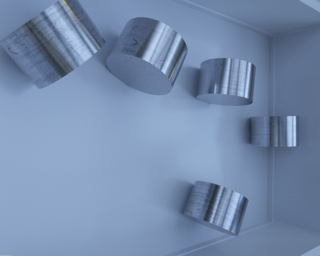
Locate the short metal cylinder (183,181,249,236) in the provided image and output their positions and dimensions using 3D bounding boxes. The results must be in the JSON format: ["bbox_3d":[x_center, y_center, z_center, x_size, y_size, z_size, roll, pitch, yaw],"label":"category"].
[{"bbox_3d":[0.079,0.114,0.440,0.080,0.080,0.050,36,68,-35],"label":"short metal cylinder"}]

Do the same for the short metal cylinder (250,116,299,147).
[{"bbox_3d":[0.200,0.005,0.542,0.081,0.080,0.050,-2,91,-40],"label":"short metal cylinder"}]

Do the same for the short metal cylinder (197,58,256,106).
[{"bbox_3d":[0.097,-0.065,0.454,0.081,0.080,0.050,12,83,-40],"label":"short metal cylinder"}]

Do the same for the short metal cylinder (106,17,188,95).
[{"bbox_3d":[-0.014,-0.081,0.360,0.080,0.080,0.050,36,68,-35],"label":"short metal cylinder"}]

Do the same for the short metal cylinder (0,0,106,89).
[{"bbox_3d":[-0.098,-0.081,0.289,0.080,0.080,0.050,-50,120,-28],"label":"short metal cylinder"}]
